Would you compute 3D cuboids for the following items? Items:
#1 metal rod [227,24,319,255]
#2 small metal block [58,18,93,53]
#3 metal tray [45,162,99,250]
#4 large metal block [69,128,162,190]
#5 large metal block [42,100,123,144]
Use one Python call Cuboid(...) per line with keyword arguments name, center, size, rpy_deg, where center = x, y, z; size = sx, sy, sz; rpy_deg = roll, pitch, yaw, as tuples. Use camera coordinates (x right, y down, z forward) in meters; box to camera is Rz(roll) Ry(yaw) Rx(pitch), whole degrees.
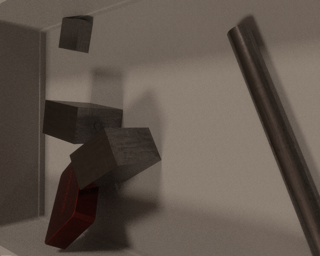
Cuboid(name="metal rod", center=(0.127, 0.033, 0.300), size=(0.025, 0.025, 0.299), rpy_deg=(-27, 73, 36))
Cuboid(name="small metal block", center=(-0.142, -0.156, 0.521), size=(0.050, 0.025, 0.050), rpy_deg=(18, 102, 37))
Cuboid(name="metal tray", center=(-0.125, 0.099, 0.461), size=(0.090, 0.030, 0.130), rpy_deg=(-46, 30, 30))
Cuboid(name="large metal block", center=(-0.060, 0.040, 0.418), size=(0.080, 0.081, 0.050), rpy_deg=(-34, 69, 34))
Cuboid(name="large metal block", center=(-0.115, -0.010, 0.463), size=(0.080, 0.081, 0.050), rpy_deg=(13, 98, 39))
